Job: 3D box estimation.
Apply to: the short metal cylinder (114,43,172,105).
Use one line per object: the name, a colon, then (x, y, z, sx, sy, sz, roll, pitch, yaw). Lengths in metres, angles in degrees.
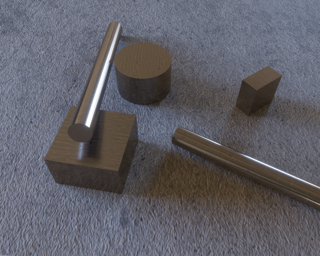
short metal cylinder: (-0.024, -0.080, 0.454, 0.081, 0.050, 0.080, 0, 50, 0)

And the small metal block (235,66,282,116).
small metal block: (0.137, -0.051, 0.432, 0.050, 0.050, 0.025, -29, 56, -23)

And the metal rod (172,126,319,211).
metal rod: (0.151, 0.067, 0.348, 0.301, 0.025, 0.025, 24, 54, 18)

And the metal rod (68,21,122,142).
metal rod: (-0.080, -0.086, 0.434, 0.025, 0.025, 0.300, 0, 38, 0)

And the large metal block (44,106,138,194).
large metal block: (-0.075, 0.024, 0.365, 0.080, 0.050, 0.080, 8, 51, 6)
